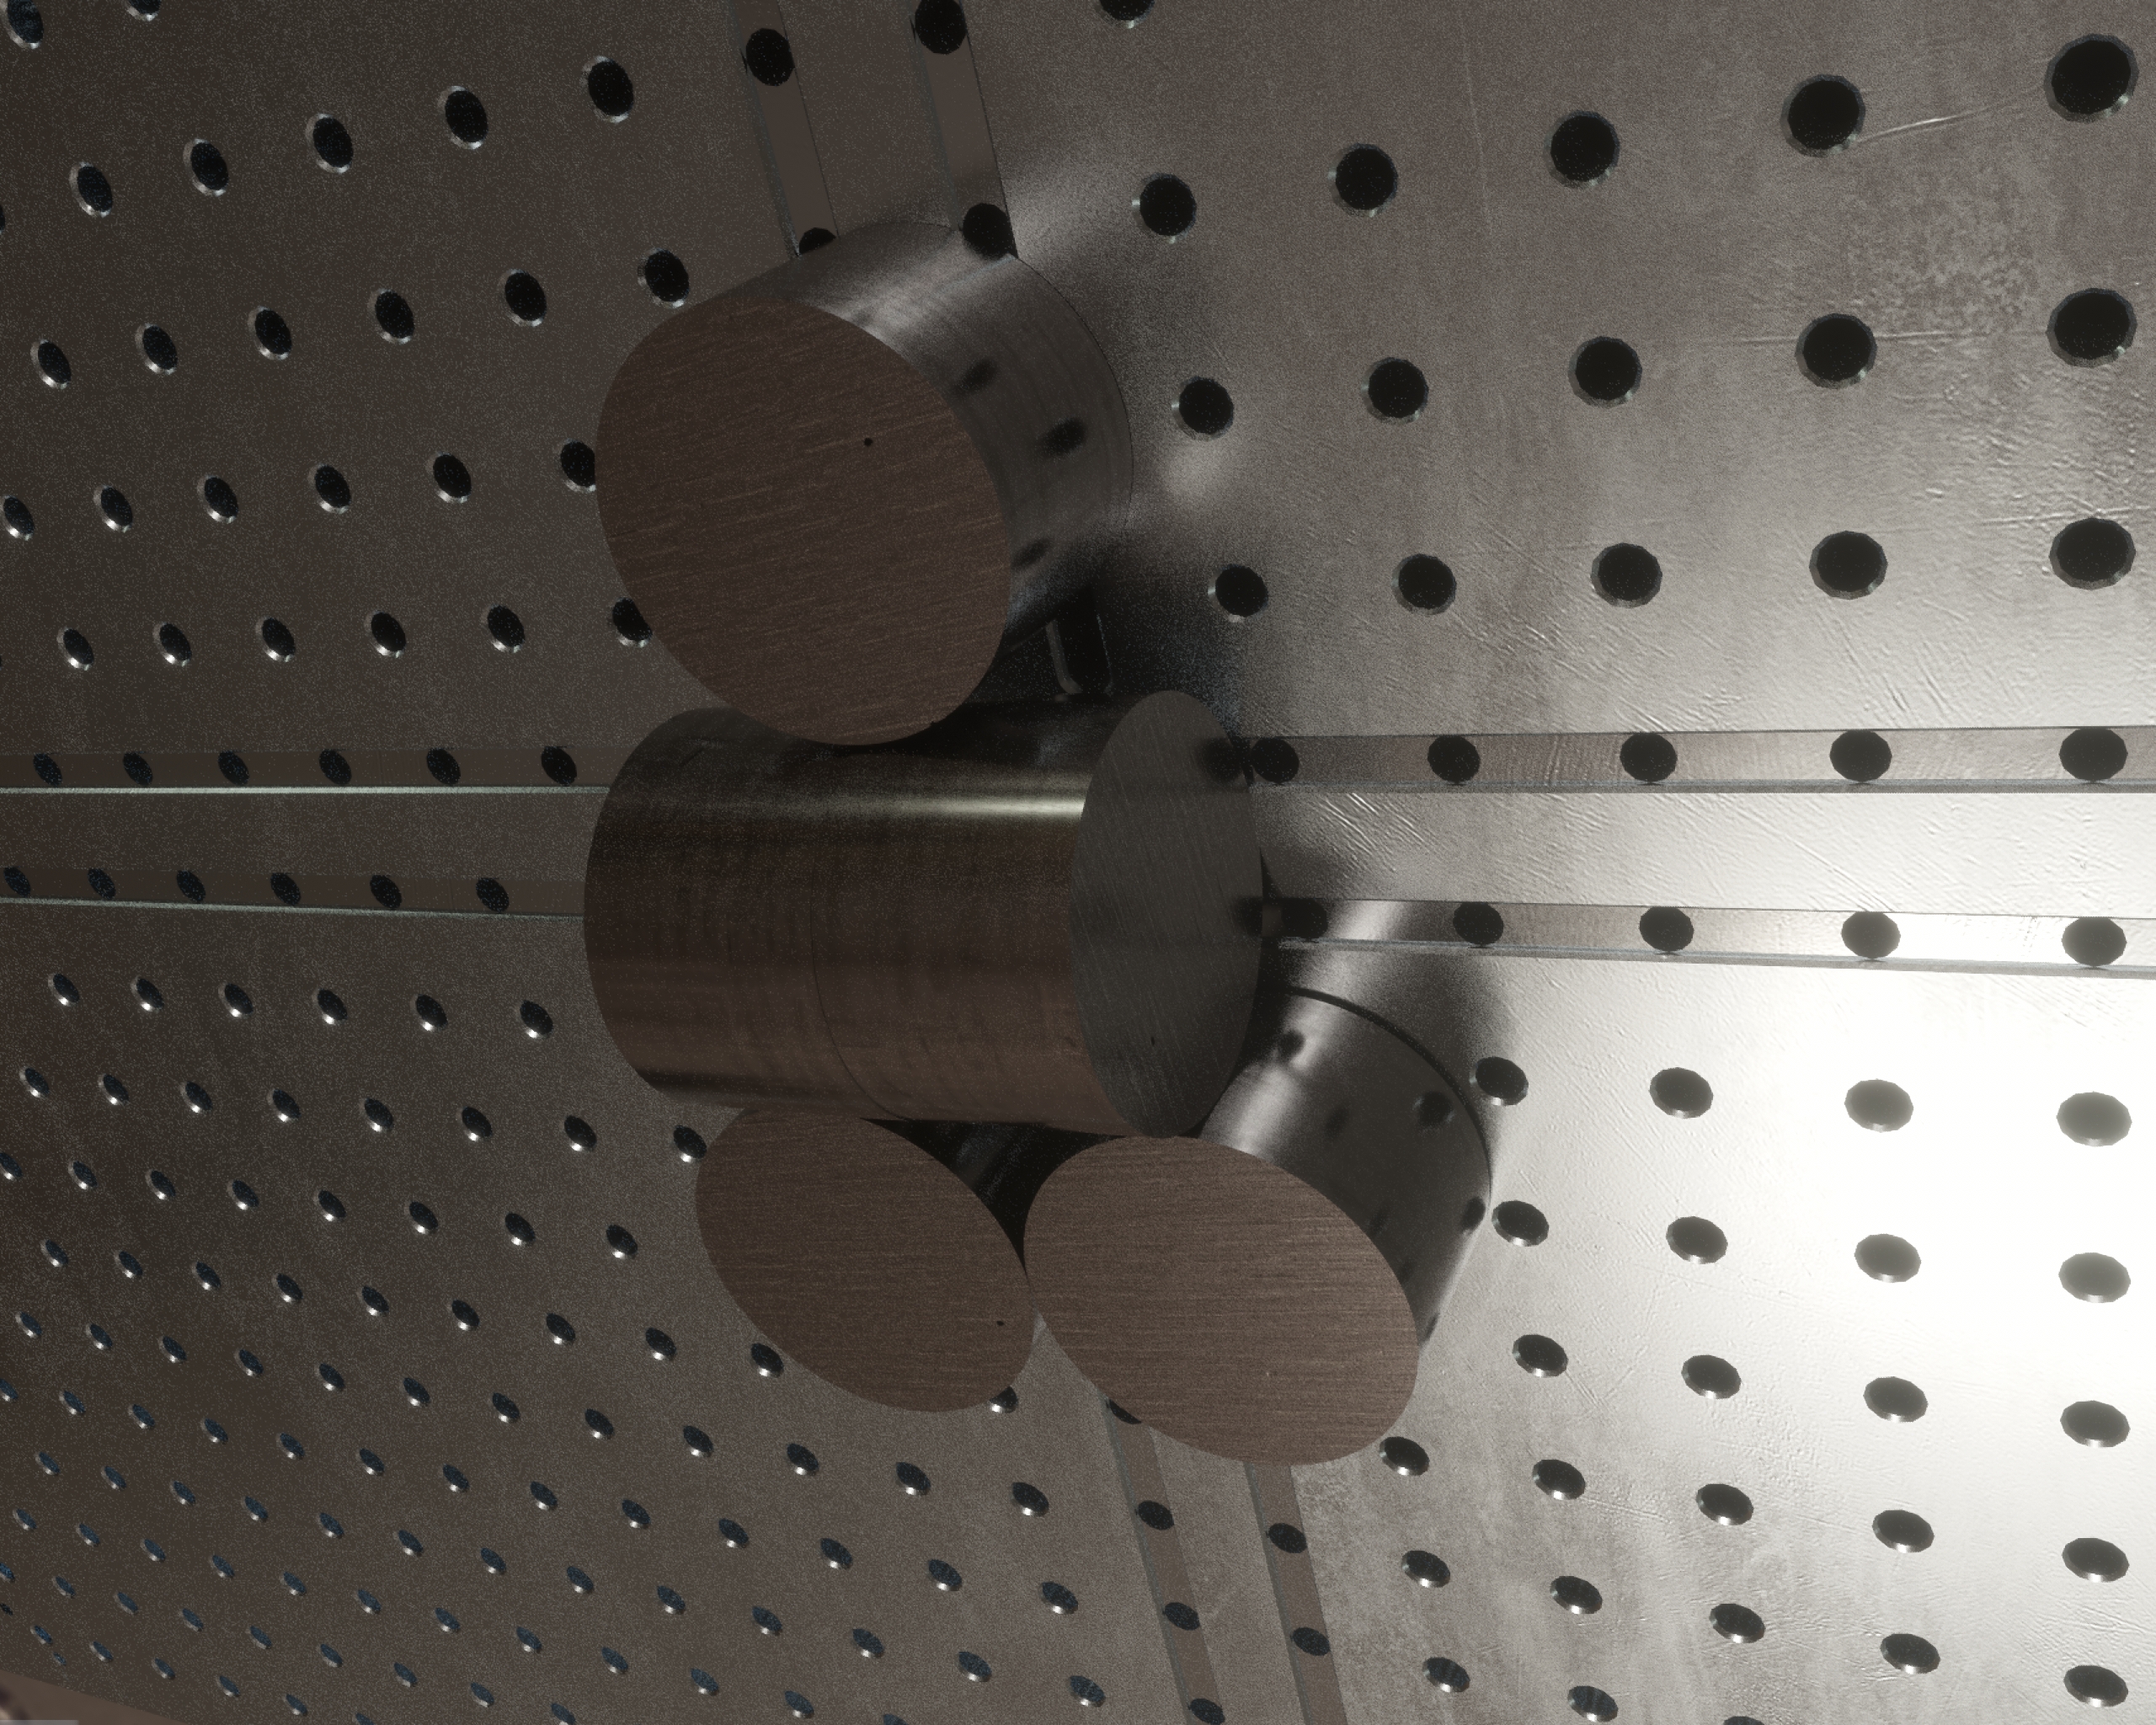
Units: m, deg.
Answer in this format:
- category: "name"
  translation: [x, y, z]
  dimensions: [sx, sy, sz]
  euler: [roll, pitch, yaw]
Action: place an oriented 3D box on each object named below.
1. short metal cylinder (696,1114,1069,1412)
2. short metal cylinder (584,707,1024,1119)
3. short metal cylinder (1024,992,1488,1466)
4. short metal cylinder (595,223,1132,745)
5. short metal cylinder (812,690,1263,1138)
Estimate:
- category: "short metal cylinder"
  translation: [-0.035, 0.072, 0.455]
  dimensions: [0.080, 0.050, 0.079]
  euler: [13, 124, 20]
- category: "short metal cylinder"
  translation: [-0.050, 0.009, 0.406]
  dimensions: [0.050, 0.080, 0.080]
  euler: [0, 119, 28]
- category: "short metal cylinder"
  translation: [0.036, 0.073, 0.418]
  dimensions: [0.080, 0.050, 0.079]
  euler: [13, 124, 20]
- category: "short metal cylinder"
  translation: [-0.037, -0.068, 0.371]
  dimensions: [0.080, 0.050, 0.079]
  euler: [13, 124, 20]
- category: "short metal cylinder"
  translation: [-0.005, 0.009, 0.383]
  dimensions: [0.050, 0.080, 0.080]
  euler: [0, 119, 28]
